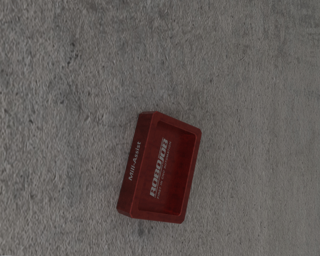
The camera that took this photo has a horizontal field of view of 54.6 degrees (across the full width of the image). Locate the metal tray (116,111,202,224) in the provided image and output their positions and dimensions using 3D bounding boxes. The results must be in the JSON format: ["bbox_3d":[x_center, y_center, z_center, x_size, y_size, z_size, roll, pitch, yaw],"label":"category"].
[{"bbox_3d":[0.003,0.052,0.402,0.090,0.030,0.130,21,77,-38],"label":"metal tray"}]
